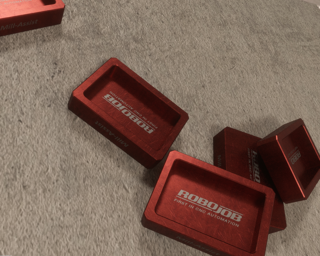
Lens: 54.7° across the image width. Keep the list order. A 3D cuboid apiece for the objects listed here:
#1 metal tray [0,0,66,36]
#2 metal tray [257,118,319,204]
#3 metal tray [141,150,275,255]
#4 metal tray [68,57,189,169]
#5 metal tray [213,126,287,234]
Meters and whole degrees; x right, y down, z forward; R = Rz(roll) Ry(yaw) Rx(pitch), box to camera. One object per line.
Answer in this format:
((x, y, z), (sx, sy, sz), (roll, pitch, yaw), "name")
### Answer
((-0.201, -0.164, 0.392), (0.131, 0.030, 0.090), (-30, 78, -38), "metal tray")
((0.195, 0.043, 0.451), (0.131, 0.030, 0.090), (-19, 83, -50), "metal tray")
((0.056, 0.089, 0.349), (0.131, 0.030, 0.090), (21, 57, 5), "metal tray")
((-0.037, -0.021, 0.394), (0.130, 0.030, 0.090), (38, 51, -3), "metal tray")
((0.120, 0.070, 0.425), (0.091, 0.030, 0.130), (18, 55, -18), "metal tray")
